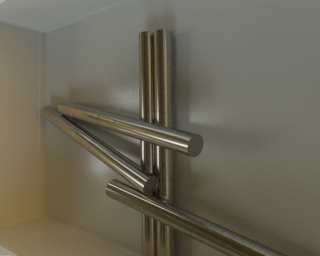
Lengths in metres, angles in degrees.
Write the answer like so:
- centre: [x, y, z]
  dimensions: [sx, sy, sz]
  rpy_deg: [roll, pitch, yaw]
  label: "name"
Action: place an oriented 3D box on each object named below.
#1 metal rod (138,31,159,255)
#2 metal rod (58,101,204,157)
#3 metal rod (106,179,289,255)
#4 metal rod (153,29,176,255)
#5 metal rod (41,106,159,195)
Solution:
- centre: [-0.014, 0.023, 0.412]
  dimensions: [0.025, 0.025, 0.298]
  rpy_deg: [-2, 89, 39]
  label: "metal rod"
- centre: [-0.064, -0.008, 0.430]
  dimensions: [0.300, 0.025, 0.025]
  rpy_deg: [15, 99, 46]
  label: "metal rod"
- centre: [0.058, 0.116, 0.333]
  dimensions: [0.300, 0.025, 0.025]
  rpy_deg: [16, 100, 33]
  label: "metal rod"
- centre: [0.006, 0.026, 0.396]
  dimensions: [0.025, 0.025, 0.298]
  rpy_deg: [-1, 89, 39]
  label: "metal rod"
- centre: [-0.110, 0.020, 0.477]
  dimensions: [0.300, 0.025, 0.025]
  rpy_deg: [27, 107, 42]
  label: "metal rod"
